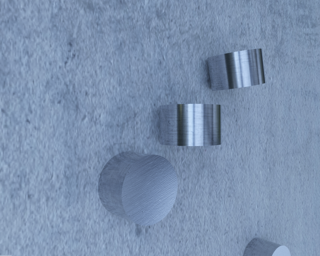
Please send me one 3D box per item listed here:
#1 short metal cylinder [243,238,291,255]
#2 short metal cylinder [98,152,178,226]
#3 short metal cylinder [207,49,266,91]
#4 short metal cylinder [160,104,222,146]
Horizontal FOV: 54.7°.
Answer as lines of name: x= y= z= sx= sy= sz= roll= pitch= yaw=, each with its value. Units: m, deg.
short metal cylinder: x=0.191 y=0.243 z=0.552 sx=0.081 sy=0.050 sz=0.079 roll=0 pitch=90 yaw=-40
short metal cylinder: x=-0.026 y=0.070 z=0.369 sx=0.081 sy=0.050 sz=0.079 roll=0 pitch=90 yaw=-40
short metal cylinder: x=0.115 y=-0.087 z=0.468 sx=0.081 sy=0.080 sz=0.050 roll=-16 pitch=100 yaw=-39
short metal cylinder: x=0.040 y=-0.004 z=0.405 sx=0.081 sy=0.080 sz=0.050 roll=-1 pitch=91 yaw=-40
